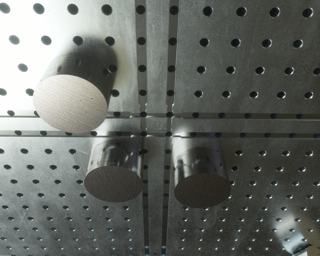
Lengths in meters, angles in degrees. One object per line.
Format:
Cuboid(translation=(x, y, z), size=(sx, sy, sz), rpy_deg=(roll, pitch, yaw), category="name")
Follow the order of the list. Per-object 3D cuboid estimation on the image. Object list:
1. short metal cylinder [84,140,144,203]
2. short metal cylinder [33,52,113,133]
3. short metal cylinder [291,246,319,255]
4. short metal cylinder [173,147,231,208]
Cuboid(translation=(-0.064, 0.063, 0.448), size=(0.081, 0.050, 0.079), rpy_deg=(0, 130, 0), category="short metal cylinder")
Cuboid(translation=(-0.098, -0.040, 0.360), size=(0.081, 0.050, 0.079), rpy_deg=(0, 130, 0), category="short metal cylinder")
Cuboid(translation=(0.306, 0.287, 0.623), size=(0.080, 0.080, 0.050), rpy_deg=(27, 125, -21), category="short metal cylinder")
Cuboid(translation=(0.060, 0.074, 0.459), size=(0.081, 0.050, 0.079), rpy_deg=(0, 130, 0), category="short metal cylinder")
